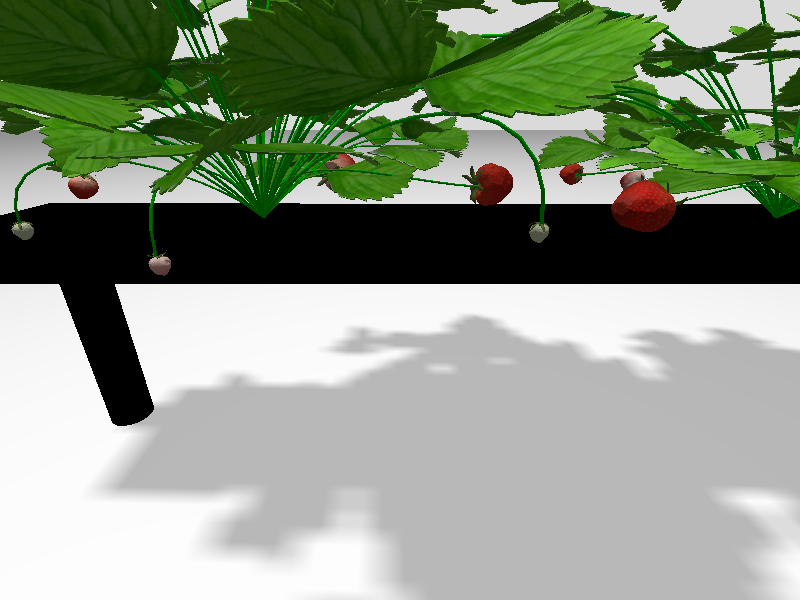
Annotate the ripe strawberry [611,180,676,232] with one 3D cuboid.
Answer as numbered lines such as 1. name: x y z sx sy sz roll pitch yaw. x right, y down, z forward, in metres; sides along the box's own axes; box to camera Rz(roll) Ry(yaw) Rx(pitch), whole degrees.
1. ripe strawberry: 0.180 -0.070 0.301 0.042 0.036 0.042 -8 26 -15

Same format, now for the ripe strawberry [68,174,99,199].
1. ripe strawberry: -0.342 -0.122 0.432 0.024 0.028 0.028 38 33 5

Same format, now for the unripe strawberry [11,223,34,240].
1. unripe strawberry: -0.258 -0.047 0.274 0.011 0.011 0.011 -14 28 -27

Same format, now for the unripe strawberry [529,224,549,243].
1. unripe strawberry: 0.084 -0.040 0.242 0.011 0.011 0.011 13 28 26

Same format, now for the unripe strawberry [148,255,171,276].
1. unripe strawberry: -0.128 -0.018 0.213 0.010 0.011 0.011 1 25 3

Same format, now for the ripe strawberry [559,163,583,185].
1. ripe strawberry: 0.224 -0.167 0.527 0.027 0.028 0.029 -12 27 -25

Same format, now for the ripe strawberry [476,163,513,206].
1. ripe strawberry: 0.092 -0.112 0.390 0.039 0.040 0.035 -5 25 -13

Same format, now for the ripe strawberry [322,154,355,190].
1. ripe strawberry: -0.069 -0.152 0.475 0.045 0.047 0.049 8 25 17

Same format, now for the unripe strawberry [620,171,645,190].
1. unripe strawberry: 0.267 -0.136 0.460 0.022 0.025 0.024 -12 27 -24
